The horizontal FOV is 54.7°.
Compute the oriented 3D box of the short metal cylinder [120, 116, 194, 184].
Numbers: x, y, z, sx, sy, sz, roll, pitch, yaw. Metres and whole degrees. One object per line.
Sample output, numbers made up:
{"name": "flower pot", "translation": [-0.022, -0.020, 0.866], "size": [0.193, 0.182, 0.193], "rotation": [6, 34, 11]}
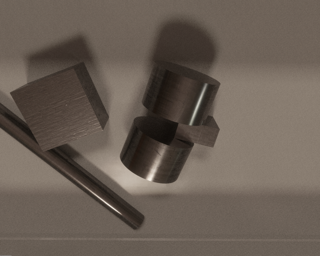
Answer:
{"name": "short metal cylinder", "translation": [-0.004, 0.026, 0.392], "size": [0.080, 0.080, 0.050], "rotation": [21, 109, -8]}

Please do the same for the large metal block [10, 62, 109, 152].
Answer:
{"name": "large metal block", "translation": [-0.120, -0.027, 0.386], "size": [0.080, 0.050, 0.080], "rotation": [-20, 109, 6]}

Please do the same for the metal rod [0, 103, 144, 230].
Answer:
{"name": "metal rod", "translation": [-0.140, 0.044, 0.425], "size": [0.300, 0.025, 0.025], "rotation": [42, 105, -14]}

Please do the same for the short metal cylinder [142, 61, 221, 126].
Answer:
{"name": "short metal cylinder", "translation": [0.024, -0.043, 0.367], "size": [0.080, 0.080, 0.050], "rotation": [17, 109, -7]}

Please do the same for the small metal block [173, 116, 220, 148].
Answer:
{"name": "small metal block", "translation": [0.045, -0.002, 0.398], "size": [0.050, 0.050, 0.025], "rotation": [14, 109, -6]}
